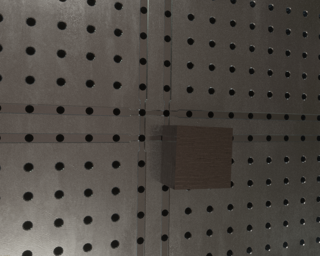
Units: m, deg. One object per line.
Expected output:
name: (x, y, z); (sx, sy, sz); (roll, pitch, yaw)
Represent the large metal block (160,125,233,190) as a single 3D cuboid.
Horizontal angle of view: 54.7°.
large metal block: (0.049, 0.038, 0.419); (0.081, 0.050, 0.079); (3, 89, -20)
